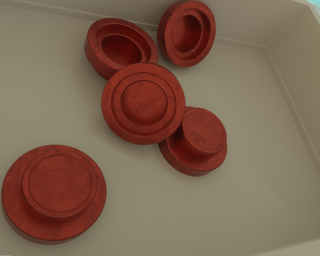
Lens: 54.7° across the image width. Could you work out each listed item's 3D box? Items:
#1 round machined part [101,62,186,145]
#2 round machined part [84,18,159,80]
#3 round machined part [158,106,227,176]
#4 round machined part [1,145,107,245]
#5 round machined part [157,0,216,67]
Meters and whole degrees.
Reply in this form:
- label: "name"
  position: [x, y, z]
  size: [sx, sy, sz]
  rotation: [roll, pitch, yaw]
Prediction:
- label: "round machined part"
  position: [-0.019, -0.032, 0.380]
  size: [0.098, 0.098, 0.042]
  rotation: [32, 13, -7]
- label: "round machined part"
  position: [-0.055, -0.100, 0.425]
  size: [0.099, 0.042, 0.098]
  rotation: [14, 55, -20]
- label: "round machined part"
  position: [0.049, 0.011, 0.414]
  size: [0.099, 0.042, 0.098]
  rotation: [14, 56, -21]
- label: "round machined part"
  position: [-0.100, 0.060, 0.304]
  size: [0.099, 0.042, 0.098]
  rotation: [14, 56, -21]
- label: "round machined part"
  position: [0.036, -0.147, 0.480]
  size: [0.099, 0.097, 0.042]
  rotation: [-11, 29, -33]
